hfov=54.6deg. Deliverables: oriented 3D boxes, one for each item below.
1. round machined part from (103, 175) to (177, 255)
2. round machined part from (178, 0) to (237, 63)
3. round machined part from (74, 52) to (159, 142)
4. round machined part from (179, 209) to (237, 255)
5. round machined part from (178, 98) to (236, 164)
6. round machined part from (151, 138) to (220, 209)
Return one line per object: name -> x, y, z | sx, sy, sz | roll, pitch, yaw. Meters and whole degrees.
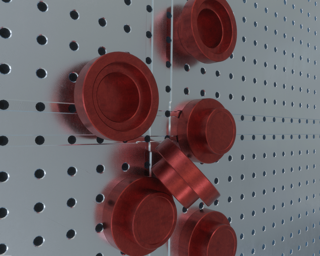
round machined part -> -0.017, 0.110, 0.383 | 0.099, 0.042, 0.097 | 0, 90, -40
round machined part -> 0.065, -0.142, 0.451 | 0.099, 0.042, 0.097 | 0, 90, -40
round machined part -> -0.052, -0.034, 0.353 | 0.099, 0.042, 0.097 | 0, 90, -40
round machined part -> 0.078, 0.174, 0.462 | 0.099, 0.042, 0.097 | 0, 90, -40
round machined part -> 0.076, 0.004, 0.460 | 0.099, 0.042, 0.097 | 0, 90, -40
round machined part -> 0.026, 0.062, 0.390 | 0.042, 0.098, 0.098 | -42, 119, -3
